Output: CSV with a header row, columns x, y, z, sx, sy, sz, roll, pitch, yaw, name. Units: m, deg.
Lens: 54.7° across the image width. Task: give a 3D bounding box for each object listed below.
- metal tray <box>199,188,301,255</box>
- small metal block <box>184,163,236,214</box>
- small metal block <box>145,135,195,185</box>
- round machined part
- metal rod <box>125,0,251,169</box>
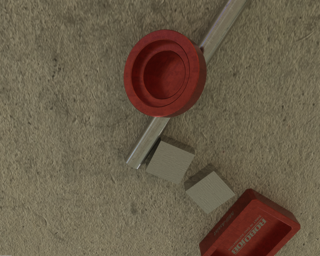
x,y,z,sx,sy,sz,roll,pitch,yaw,name
0.133,0.165,0.469,0.090,0.030,0.129,32,107,-12,metal tray
0.070,0.087,0.443,0.050,0.025,0.050,-39,106,13,small metal block
0.013,0.043,0.426,0.050,0.025,0.050,24,108,-9,small metal block
0.009,-0.061,0.362,0.098,0.042,0.097,-1,88,31,round machined part
0.040,-0.071,0.384,0.025,0.025,0.298,30,107,-11,metal rod
